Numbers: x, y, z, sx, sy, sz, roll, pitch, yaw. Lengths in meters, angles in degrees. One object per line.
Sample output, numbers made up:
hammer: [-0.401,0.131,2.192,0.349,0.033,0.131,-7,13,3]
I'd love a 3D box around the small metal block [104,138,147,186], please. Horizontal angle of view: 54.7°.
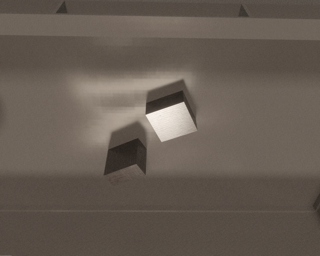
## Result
small metal block: [-0.047,0.047,0.432,0.050,0.050,0.025,-21,127,16]

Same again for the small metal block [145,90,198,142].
small metal block: [0.015,-0.014,0.397,0.050,0.025,0.050,-18,128,14]
